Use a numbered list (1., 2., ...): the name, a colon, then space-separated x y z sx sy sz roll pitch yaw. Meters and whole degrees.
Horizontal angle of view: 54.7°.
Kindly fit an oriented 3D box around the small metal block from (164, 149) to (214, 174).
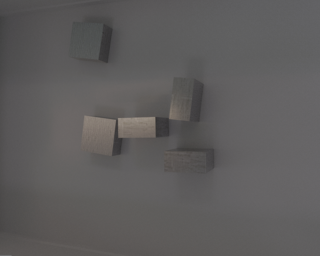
1. small metal block: 0.037 0.040 0.384 0.050 0.050 0.025 -1 90 20

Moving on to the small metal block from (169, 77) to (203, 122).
1. small metal block: 0.034 -0.034 0.385 0.025 0.050 0.050 7 93 20

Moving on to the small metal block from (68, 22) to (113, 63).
1. small metal block: -0.100 -0.123 0.446 0.050 0.025 0.050 10 93 19

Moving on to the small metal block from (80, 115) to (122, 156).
1. small metal block: -0.081 0.010 0.439 0.050 0.025 0.050 8 93 19

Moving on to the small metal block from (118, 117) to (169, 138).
1. small metal block: -0.020 -0.001 0.404 0.050 0.050 0.025 -1 90 20
